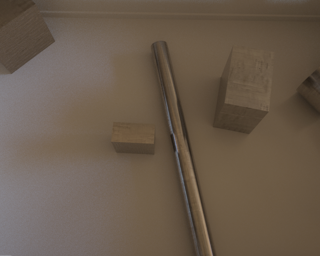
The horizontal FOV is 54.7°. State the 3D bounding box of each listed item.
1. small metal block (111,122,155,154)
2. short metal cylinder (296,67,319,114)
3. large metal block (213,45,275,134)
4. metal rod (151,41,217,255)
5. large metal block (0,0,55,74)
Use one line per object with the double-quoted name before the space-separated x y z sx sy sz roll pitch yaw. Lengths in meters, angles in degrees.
"small metal block" -0.032 0.014 0.391 0.050 0.050 0.025 3 70 1
"short metal cylinder" 0.229 -0.059 0.405 0.080 0.080 0.050 -36 74 -12
"large metal block" 0.105 -0.046 0.399 0.050 0.080 0.080 11 70 4
"metal rod" 0.027 0.018 0.403 0.025 0.025 0.299 -10 70 -4
"large metal block" -0.205 -0.135 0.427 0.050 0.080 0.080 43 75 14
